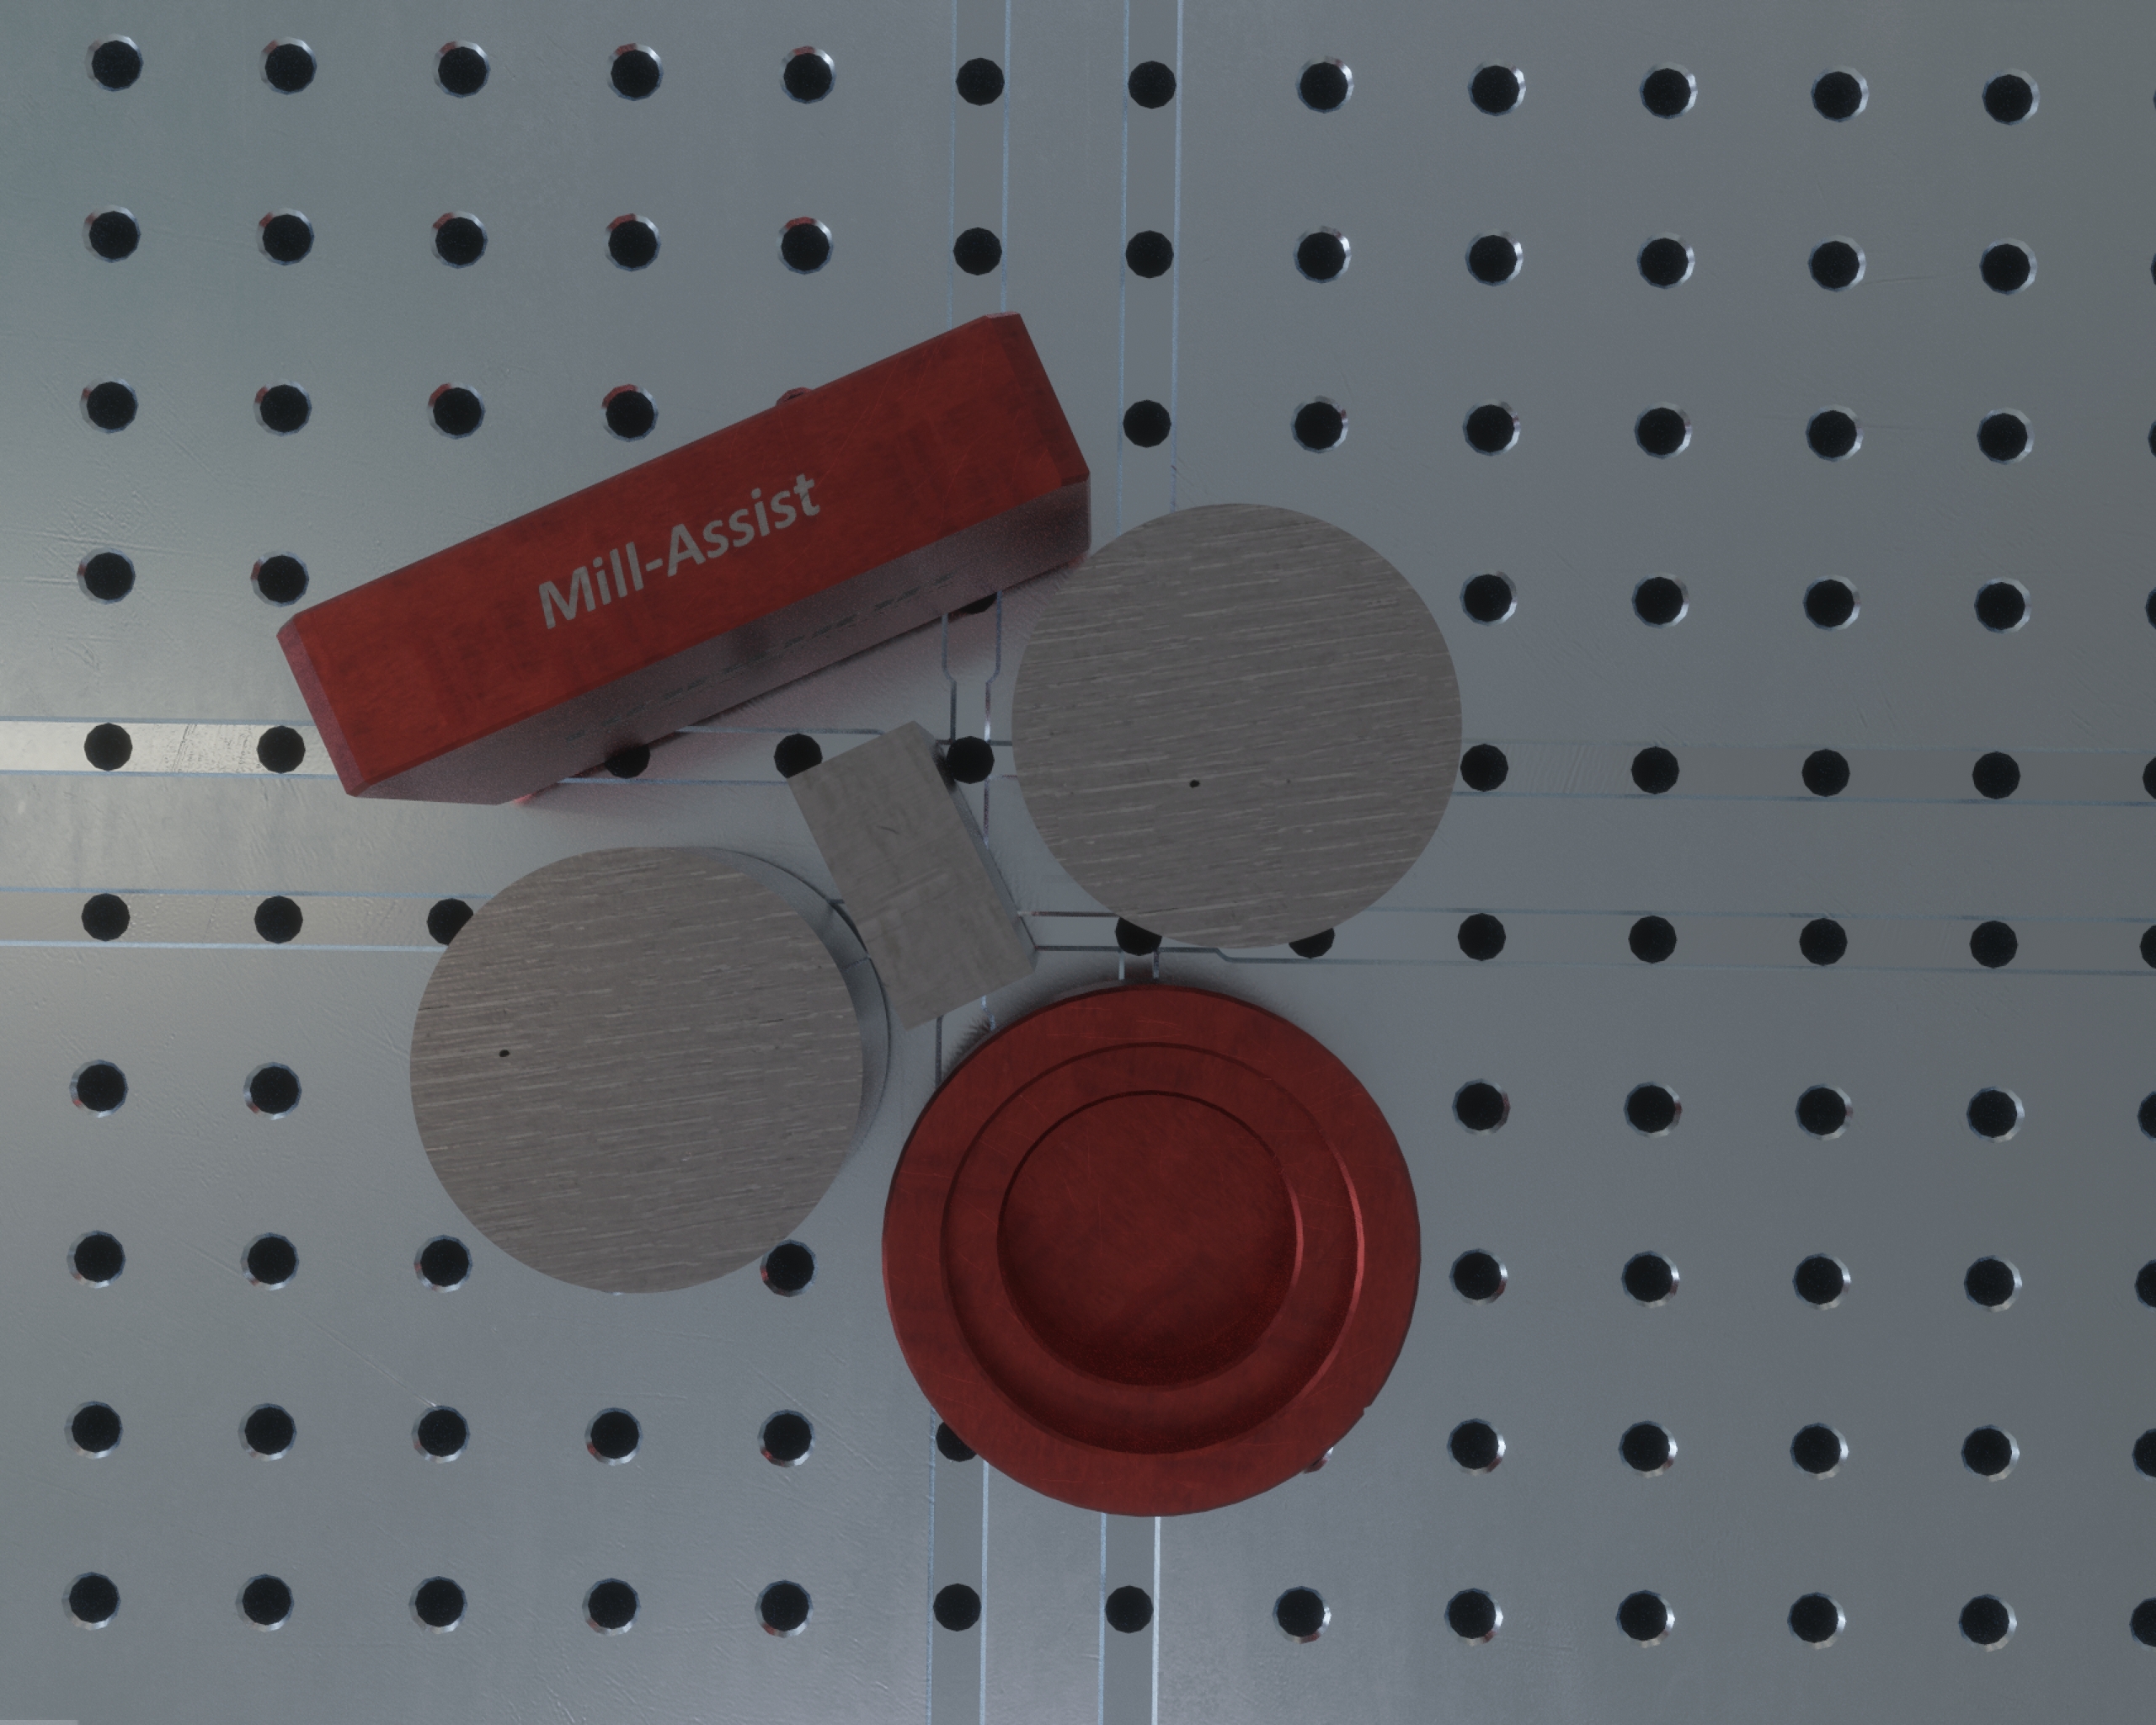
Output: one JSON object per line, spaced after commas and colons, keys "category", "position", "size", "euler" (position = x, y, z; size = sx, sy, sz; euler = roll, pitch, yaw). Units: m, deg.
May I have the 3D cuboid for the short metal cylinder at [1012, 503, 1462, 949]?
{"category": "short metal cylinder", "position": [0.028, -0.025, 0.397], "size": [0.081, 0.050, 0.079], "euler": [0, 90, 0]}

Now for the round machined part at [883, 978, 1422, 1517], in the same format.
{"category": "round machined part", "position": [0.014, 0.071, 0.401], "size": [0.099, 0.042, 0.097], "euler": [0, 90, 0]}

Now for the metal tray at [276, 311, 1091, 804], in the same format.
{"category": "metal tray", "position": [-0.063, -0.050, 0.376], "size": [0.131, 0.090, 0.030], "euler": [-23, 90, 0]}

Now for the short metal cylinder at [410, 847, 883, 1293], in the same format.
{"category": "short metal cylinder", "position": [-0.079, 0.037, 0.396], "size": [0.081, 0.050, 0.079], "euler": [0, 90, 0]}

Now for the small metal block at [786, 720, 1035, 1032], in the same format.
{"category": "small metal block", "position": [-0.030, 0.002, 0.396], "size": [0.025, 0.050, 0.050], "euler": [-25, 90, 0]}
